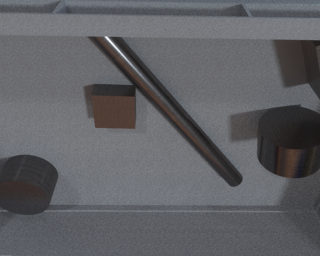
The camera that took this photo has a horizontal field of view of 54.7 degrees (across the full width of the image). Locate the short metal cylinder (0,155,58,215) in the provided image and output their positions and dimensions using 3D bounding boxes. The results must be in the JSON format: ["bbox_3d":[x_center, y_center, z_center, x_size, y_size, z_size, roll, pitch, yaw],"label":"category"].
[{"bbox_3d":[-0.200,0.086,0.463,0.081,0.050,0.079,0,130,0],"label":"short metal cylinder"}]

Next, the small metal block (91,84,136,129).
[{"bbox_3d":[-0.056,-0.026,0.386,0.050,0.025,0.050,1,130,-2],"label":"small metal block"}]

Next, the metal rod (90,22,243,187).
[{"bbox_3d":[0.026,-0.011,0.400,0.025,0.025,0.300,-30,125,22],"label":"metal rod"}]

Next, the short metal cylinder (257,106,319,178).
[{"bbox_3d":[0.165,0.016,0.389,0.080,0.080,0.050,-8,130,6],"label":"short metal cylinder"}]

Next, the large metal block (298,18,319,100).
[{"bbox_3d":[0.203,-0.079,0.328,0.080,0.050,0.080,-20,128,15],"label":"large metal block"}]
